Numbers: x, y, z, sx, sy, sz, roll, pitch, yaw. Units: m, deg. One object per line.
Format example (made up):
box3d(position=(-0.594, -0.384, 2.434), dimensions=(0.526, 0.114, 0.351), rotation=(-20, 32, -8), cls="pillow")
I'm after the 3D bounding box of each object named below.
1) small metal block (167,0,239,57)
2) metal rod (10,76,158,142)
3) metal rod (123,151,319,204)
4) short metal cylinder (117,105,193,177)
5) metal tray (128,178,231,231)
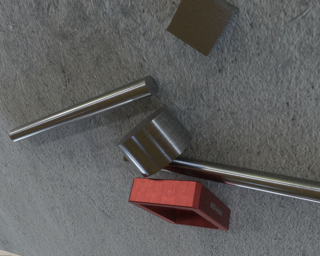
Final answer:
box3d(position=(0.043, -0.110, 0.315), dimensions=(0.050, 0.025, 0.050), rotation=(35, 129, 4), cls="small metal block")
box3d(position=(-0.131, -0.020, 0.461), dimensions=(0.300, 0.025, 0.025), rotation=(-15, 111, 33), cls="metal rod")
box3d(position=(0.090, 0.060, 0.395), dimensions=(0.301, 0.025, 0.025), rotation=(9, 122, 23), cls="metal rod")
box3d(position=(-0.007, 0.015, 0.383), dimensions=(0.080, 0.080, 0.050), rotation=(-33, 100, 38), cls="short metal cylinder")
box3d(position=(0.031, 0.102, 0.405), dimensions=(0.090, 0.030, 0.130), rotation=(-2, 152, 29), cls="metal tray")
